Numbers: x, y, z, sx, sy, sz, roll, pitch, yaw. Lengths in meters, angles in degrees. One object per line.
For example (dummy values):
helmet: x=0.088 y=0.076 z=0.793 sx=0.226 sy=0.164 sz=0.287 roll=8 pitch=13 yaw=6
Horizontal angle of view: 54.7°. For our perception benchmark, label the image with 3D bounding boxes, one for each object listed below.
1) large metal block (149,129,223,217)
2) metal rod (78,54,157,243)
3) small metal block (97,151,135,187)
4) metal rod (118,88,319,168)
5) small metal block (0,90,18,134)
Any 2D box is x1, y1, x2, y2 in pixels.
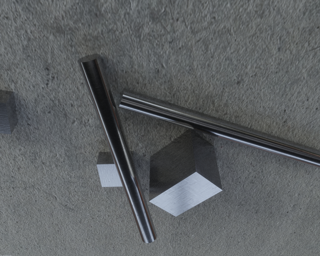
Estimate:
large metal block: x=0.032 y=0.060 z=0.423 sx=0.050 sy=0.080 sz=0.080 roll=37 pitch=121 yaw=-27
metal rod: x=-0.048 y=0.048 z=0.416 sx=0.025 sy=0.025 sz=0.298 roll=-10 pitch=121 yaw=7
small metal block: x=-0.063 y=0.061 z=0.459 sx=0.050 sy=0.025 sz=0.050 roll=-2 pitch=130 yaw=1
metal rod: x=0.093 y=0.005 z=0.412 sx=0.302 sy=0.025 sz=0.025 roll=16 pitch=128 yaw=-14
small metal block: x=-0.210 y=-0.022 z=0.386 sx=0.050 sy=0.025 sz=0.050 roll=7 pitch=130 yaw=-7
